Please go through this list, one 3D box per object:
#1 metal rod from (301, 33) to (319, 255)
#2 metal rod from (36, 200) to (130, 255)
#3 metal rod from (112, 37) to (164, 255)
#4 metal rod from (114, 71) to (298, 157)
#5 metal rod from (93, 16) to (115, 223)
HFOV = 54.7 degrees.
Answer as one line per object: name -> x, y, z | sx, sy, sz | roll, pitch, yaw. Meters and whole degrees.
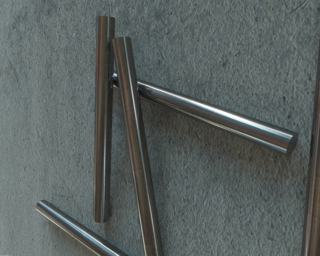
metal rod -> 0.153, -0.026, 0.278 | 0.025, 0.025, 0.298 | 6, 94, 40
metal rod -> -0.112, 0.180, 0.497 | 0.300, 0.025, 0.025 | 15, 100, 39
metal rod -> -0.028, 0.032, 0.406 | 0.025, 0.025, 0.298 | -7, 92, 40
metal rod -> 0.019, -0.033, 0.389 | 0.300, 0.025, 0.025 | 24, 105, 37
metal rod -> -0.082, -0.004, 0.449 | 0.025, 0.025, 0.298 | 14, 106, 39
